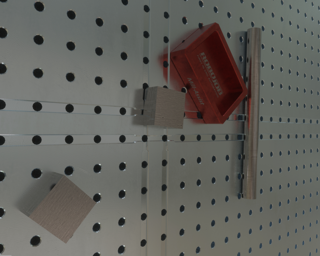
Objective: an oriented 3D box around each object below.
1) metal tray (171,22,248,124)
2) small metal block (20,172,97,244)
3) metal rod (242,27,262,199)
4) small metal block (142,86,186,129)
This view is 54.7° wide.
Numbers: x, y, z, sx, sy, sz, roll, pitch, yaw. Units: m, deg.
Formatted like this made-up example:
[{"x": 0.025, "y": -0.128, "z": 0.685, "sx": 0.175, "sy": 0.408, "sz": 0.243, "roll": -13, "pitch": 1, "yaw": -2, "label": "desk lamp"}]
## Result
[{"x": 0.080, "y": -0.081, "z": 0.474, "sx": 0.090, "sy": 0.030, "sz": 0.130, "roll": -46, "pitch": 118, "yaw": -30, "label": "metal tray"}, {"x": -0.104, "y": 0.082, "z": 0.323, "sx": 0.050, "sy": 0.025, "sz": 0.050, "roll": 51, "pitch": 60, "yaw": -28, "label": "small metal block"}, {"x": 0.162, "y": -0.026, "z": 0.548, "sx": 0.025, "sy": 0.025, "sz": 0.298, "roll": 4, "pitch": 88, "yaw": -40, "label": "metal rod"}, {"x": 0.006, "y": -0.026, "z": 0.416, "sx": 0.050, "sy": 0.025, "sz": 0.050, "roll": 8, "pitch": 85, "yaw": -40, "label": "small metal block"}]
